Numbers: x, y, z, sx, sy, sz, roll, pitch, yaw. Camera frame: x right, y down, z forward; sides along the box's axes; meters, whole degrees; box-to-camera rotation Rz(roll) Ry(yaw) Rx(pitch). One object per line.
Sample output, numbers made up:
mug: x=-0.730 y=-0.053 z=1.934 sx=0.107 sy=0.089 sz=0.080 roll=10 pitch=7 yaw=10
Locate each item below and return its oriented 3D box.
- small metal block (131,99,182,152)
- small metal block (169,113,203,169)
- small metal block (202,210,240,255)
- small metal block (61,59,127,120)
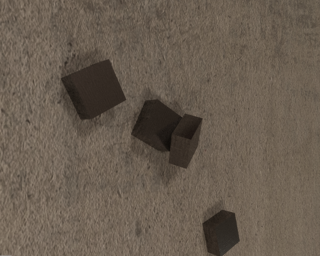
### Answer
small metal block: x=-0.003 y=-0.003 z=0.404 sx=0.050 sy=0.025 sz=0.050 roll=34 pitch=69 yaw=-35
small metal block: x=0.034 y=0.017 z=0.412 sx=0.050 sy=0.025 sz=0.050 roll=-55 pitch=156 yaw=-48
small metal block: x=0.097 y=0.165 z=0.490 sx=0.050 sy=0.025 sz=0.050 roll=-20 pitch=103 yaw=-39
small metal block: x=-0.073 y=-0.043 z=0.345 sx=0.050 sy=0.025 sz=0.050 roll=-35 pitch=112 yaw=-35
